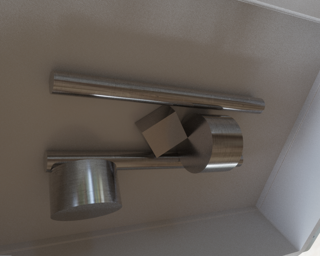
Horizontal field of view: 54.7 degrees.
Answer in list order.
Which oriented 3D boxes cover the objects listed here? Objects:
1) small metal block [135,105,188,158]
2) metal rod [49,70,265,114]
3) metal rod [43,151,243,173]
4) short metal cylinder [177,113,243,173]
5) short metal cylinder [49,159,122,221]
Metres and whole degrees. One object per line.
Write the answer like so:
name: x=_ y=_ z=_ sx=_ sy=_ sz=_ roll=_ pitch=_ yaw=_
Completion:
small metal block: x=0.002 y=0.004 z=0.412 sx=0.050 sy=0.025 sz=0.050 roll=-33 pitch=129 yaw=-7
metal rod: x=0.019 y=-0.040 z=0.393 sx=0.303 sy=0.025 sz=0.025 roll=3 pitch=117 yaw=-30
metal rod: x=-0.002 y=0.045 z=0.435 sx=0.303 sy=0.025 sz=0.025 roll=3 pitch=117 yaw=-30
short metal cylinder: x=0.066 y=0.021 z=0.422 sx=0.050 sy=0.080 sz=0.079 roll=2 pitch=118 yaw=-30
short metal cylinder: x=-0.088 y=0.075 z=0.367 sx=0.081 sy=0.050 sz=0.080 roll=-10 pitch=155 yaw=-5
